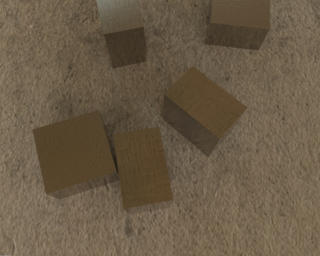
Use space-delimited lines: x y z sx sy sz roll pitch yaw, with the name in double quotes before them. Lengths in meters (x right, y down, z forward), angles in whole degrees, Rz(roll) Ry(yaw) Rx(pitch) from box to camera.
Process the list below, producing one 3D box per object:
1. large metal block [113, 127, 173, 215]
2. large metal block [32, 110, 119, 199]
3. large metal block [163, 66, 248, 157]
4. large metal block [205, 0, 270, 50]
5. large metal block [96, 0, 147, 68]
"large metal block" -0.019 0.053 0.359 0.050 0.080 0.080 -9 71 -4
"large metal block" -0.100 0.034 0.381 0.081 0.050 0.080 -17 71 -7
"large metal block" 0.051 -0.017 0.386 0.080 0.080 0.050 40 75 13
"large metal block" 0.114 -0.167 0.457 0.080 0.050 0.080 7 70 2
"large metal block" -0.054 -0.143 0.430 0.050 0.080 0.080 -13 71 -5
